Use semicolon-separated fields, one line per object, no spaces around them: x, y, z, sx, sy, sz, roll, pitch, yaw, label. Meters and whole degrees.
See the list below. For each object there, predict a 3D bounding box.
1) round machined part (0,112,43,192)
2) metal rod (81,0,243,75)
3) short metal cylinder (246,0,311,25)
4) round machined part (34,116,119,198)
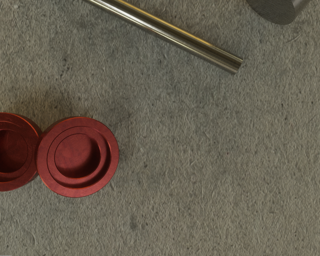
-0.194;0.029;0.400;0.099;0.042;0.097;0;90;0;round machined part
-0.031;-0.147;0.409;0.301;0.025;0.025;26;90;0;metal rod
0.149;-0.175;0.383;0.080;0.080;0.050;41;90;0;short metal cylinder
-0.105;0.033;0.387;0.099;0.042;0.097;-3;97;-29;round machined part
